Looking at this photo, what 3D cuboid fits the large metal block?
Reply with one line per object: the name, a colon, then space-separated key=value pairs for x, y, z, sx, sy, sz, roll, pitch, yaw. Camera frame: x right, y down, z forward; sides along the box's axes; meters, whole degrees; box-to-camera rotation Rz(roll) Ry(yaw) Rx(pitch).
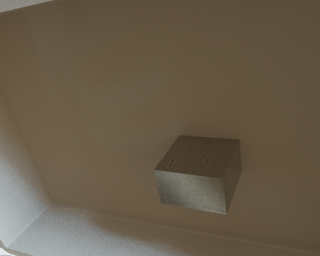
large metal block: x=0.050 y=0.053 z=0.379 sx=0.080 sy=0.080 sz=0.050 roll=4 pitch=120 yaw=26
